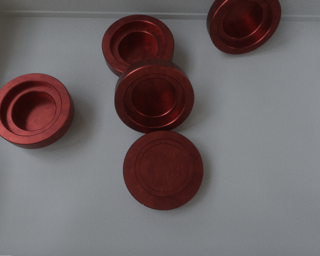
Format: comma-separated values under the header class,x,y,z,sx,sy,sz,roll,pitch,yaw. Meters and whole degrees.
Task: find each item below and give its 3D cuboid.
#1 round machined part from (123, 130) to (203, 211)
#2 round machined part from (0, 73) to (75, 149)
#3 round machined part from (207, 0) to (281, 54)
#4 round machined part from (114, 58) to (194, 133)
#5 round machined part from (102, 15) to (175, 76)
class,x,y,z,sx,sy,sz,roll,pitch,yaw
round machined part,0.004,0.050,0.377,0.099,0.042,0.098,1,77,-2
round machined part,-0.161,-0.019,0.406,0.099,0.042,0.098,0,70,-1
round machined part,0.113,-0.156,0.433,0.099,0.097,0.042,-8,49,-3
round machined part,-0.008,-0.044,0.397,0.099,0.097,0.042,-7,35,-3
round machined part,-0.030,-0.108,0.440,0.099,0.042,0.098,0,70,-1
